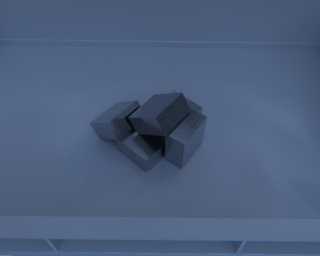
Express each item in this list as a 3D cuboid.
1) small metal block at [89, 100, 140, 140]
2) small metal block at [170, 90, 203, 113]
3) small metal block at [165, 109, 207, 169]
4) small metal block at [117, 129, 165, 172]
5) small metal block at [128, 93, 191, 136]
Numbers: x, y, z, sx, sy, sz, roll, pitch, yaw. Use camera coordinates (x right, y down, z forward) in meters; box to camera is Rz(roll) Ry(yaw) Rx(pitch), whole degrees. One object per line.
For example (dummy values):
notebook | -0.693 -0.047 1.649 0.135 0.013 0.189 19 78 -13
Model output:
small metal block | -0.054 -0.010 0.395 0.050 0.025 0.050 -41 23 -28
small metal block | 0.021 -0.018 0.418 0.050 0.025 0.050 35 58 25
small metal block | 0.031 0.013 0.376 0.025 0.050 0.050 29 56 21
small metal block | -0.018 0.019 0.387 0.050 0.025 0.050 35 58 25
small metal block | -0.001 -0.017 0.369 0.050 0.025 0.050 3 40 48
